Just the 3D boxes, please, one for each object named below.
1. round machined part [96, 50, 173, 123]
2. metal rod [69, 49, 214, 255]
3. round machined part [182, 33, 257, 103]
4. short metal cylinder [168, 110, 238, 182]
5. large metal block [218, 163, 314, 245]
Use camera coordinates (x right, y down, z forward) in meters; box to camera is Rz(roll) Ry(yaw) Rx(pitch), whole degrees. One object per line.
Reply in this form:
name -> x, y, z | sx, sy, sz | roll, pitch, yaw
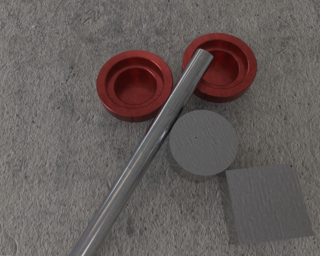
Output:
round machined part -> -0.032, -0.052, 0.416 | 0.099, 0.042, 0.098 | 0, 69, 1
metal rod -> -0.020, 0.034, 0.370 | 0.025, 0.025, 0.300 | 30, 82, 10
round machined part -> 0.079, -0.078, 0.428 | 0.099, 0.042, 0.098 | 0, 70, 0
short metal cylinder -> 0.050, 0.024, 0.385 | 0.081, 0.050, 0.080 | 1, 72, -2
large metal block -> 0.119, 0.090, 0.363 | 0.081, 0.050, 0.080 | -6, 70, -3
